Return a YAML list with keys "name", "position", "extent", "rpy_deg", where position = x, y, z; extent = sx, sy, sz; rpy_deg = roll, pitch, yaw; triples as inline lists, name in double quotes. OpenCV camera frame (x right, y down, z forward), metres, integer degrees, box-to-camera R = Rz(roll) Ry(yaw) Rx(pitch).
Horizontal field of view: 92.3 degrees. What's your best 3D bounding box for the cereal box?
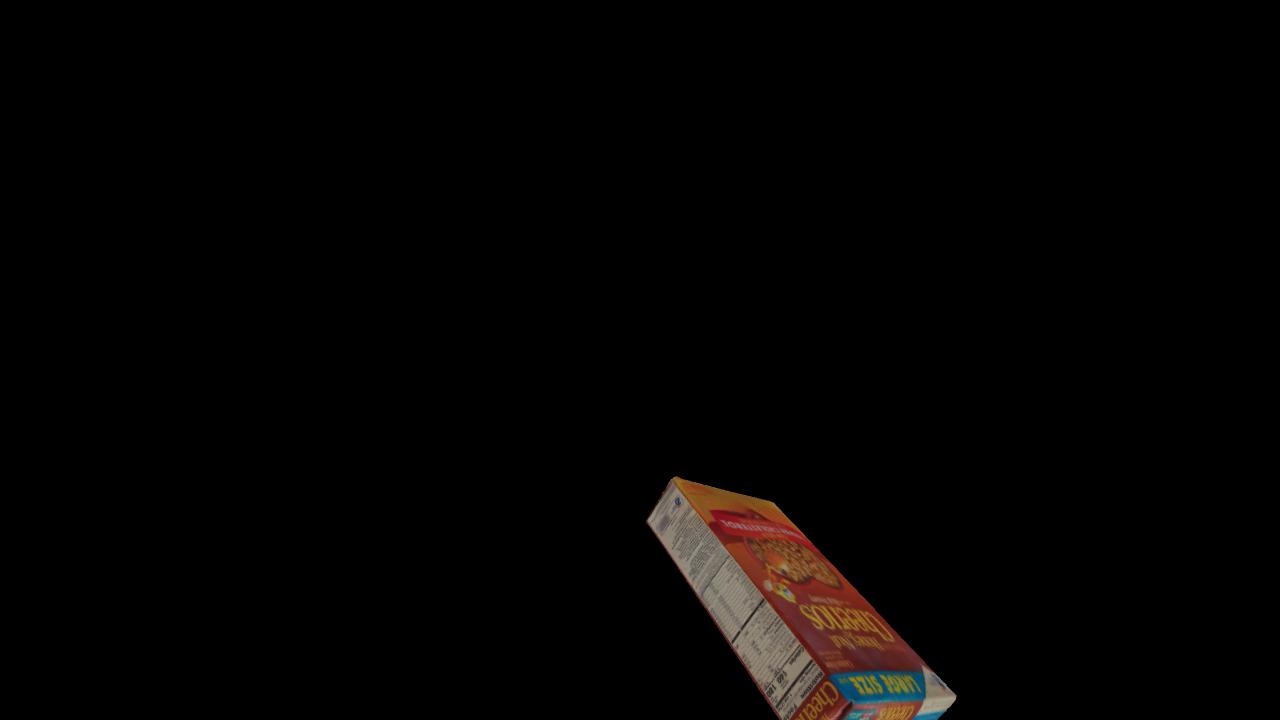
- name: "cereal box"
  position: [0.162, 0.263, 0.671]
  extent: [0.203, 0.081, 0.306]
  rpy_deg: [22, 14, -36]
